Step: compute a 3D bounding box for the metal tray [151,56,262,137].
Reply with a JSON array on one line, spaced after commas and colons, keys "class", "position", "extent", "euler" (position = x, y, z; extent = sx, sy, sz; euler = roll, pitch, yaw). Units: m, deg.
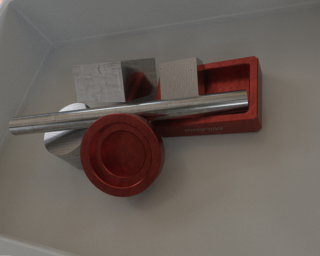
[{"class": "metal tray", "position": [0.059, -0.037, 0.391], "extent": [0.130, 0.030, 0.090], "euler": [-4, 60, 25]}]

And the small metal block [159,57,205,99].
[{"class": "small metal block", "position": [0.028, -0.060, 0.397], "extent": [0.050, 0.025, 0.050], "euler": [-5, 86, 26]}]

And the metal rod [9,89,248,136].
[{"class": "metal rod", "position": [-0.047, -0.017, 0.384], "extent": [0.301, 0.025, 0.025], "euler": [-6, 59, 12]}]

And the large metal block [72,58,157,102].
[{"class": "large metal block", "position": [-0.060, -0.067, 0.430], "extent": [0.080, 0.080, 0.050], "euler": [3, 105, 30]}]

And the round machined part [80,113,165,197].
[{"class": "round machined part", "position": [-0.042, 0.030, 0.374], "extent": [0.098, 0.042, 0.097], "euler": [1, 95, 13]}]

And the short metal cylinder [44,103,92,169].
[{"class": "short metal cylinder", "position": [-0.114, 0.012, 0.437], "extent": [0.080, 0.050, 0.080], "euler": [-13, 56, 20]}]
